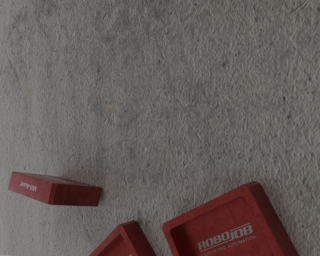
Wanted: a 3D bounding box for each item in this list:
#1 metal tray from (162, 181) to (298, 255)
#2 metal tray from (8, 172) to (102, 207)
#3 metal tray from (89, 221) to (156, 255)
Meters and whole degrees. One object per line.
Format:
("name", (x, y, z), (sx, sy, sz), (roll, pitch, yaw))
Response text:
("metal tray", (0.070, 0.126, 0.343), (0.130, 0.030, 0.090), (-37, 68, 33))
("metal tray", (-0.170, 0.098, 0.500), (0.130, 0.090, 0.030), (3, 79, 40))
("metal tray", (-0.059, 0.208, 0.450), (0.129, 0.030, 0.090), (-50, 61, 28))
